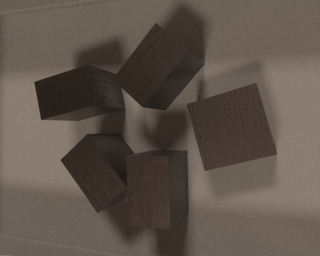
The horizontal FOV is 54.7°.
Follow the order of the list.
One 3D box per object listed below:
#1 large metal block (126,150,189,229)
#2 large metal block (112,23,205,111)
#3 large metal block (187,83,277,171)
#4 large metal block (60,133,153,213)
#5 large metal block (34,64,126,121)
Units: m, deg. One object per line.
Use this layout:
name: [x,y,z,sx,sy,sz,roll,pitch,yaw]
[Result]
large metal block: [0.000,0.070,0.381,0.050,0.080,0.079,-1,90,19]
large metal block: [0.002,-0.070,0.380,0.050,0.080,0.080,44,103,14]
large metal block: [0.086,0.000,0.367,0.080,0.050,0.080,-16,85,19]
large metal block: [-0.066,0.053,0.404,0.050,0.080,0.080,-42,77,15]
large metal block: [-0.104,-0.043,0.417,0.080,0.080,0.050,-13,86,19]
